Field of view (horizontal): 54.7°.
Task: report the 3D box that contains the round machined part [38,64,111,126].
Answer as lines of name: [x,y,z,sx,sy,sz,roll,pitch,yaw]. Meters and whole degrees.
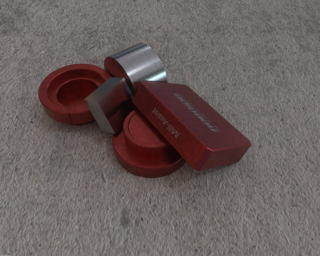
round machined part: [-0.111,-0.041,0.427,0.099,0.042,0.098,0,50,0]

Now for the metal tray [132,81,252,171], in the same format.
metal tray: [0.037,-0.008,0.380,0.091,0.030,0.130,-4,41,-46]

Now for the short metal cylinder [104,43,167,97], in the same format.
short metal cylinder: [-0.034,-0.071,0.429,0.050,0.080,0.080,-31,57,-23]

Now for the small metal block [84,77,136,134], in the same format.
small metal block: [-0.059,-0.029,0.389,0.025,0.050,0.050,9,45,39]

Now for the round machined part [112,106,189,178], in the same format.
round machined part: [-0.010,0.010,0.385,0.099,0.042,0.098,0,50,0]
